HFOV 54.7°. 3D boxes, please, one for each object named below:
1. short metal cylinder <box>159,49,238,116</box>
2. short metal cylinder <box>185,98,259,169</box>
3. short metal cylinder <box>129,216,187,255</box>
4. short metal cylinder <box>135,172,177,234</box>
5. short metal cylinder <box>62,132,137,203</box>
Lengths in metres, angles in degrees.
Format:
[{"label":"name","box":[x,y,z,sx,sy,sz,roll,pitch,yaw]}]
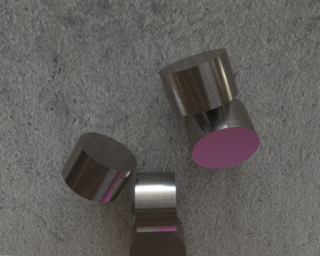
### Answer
[{"label":"short metal cylinder","box":[0.045,-0.054,0.361,0.080,0.080,0.050,-19,109,6]},{"label":"short metal cylinder","box":[0.075,0.007,0.383,0.081,0.050,0.080,-5,139,-4]},{"label":"short metal cylinder","box":[-0.003,0.169,0.459,0.081,0.050,0.079,0,110,-1]},{"label":"short metal cylinder","box":[-0.005,0.099,0.417,0.050,0.080,0.079,-2,110,0]},{"label":"short metal cylinder","box":[-0.077,0.049,0.398,0.080,0.080,0.050,29,107,-11]}]
